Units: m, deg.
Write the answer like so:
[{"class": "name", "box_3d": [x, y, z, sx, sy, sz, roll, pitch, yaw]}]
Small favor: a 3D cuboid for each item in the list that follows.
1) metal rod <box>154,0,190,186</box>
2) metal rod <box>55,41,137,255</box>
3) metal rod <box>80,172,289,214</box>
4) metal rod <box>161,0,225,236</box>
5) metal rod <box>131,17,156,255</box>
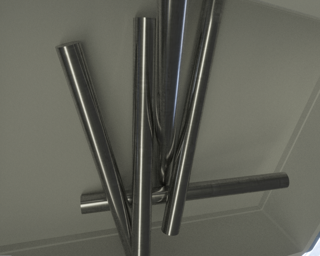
[{"class": "metal rod", "box_3d": [0.007, -0.010, 0.346, 0.025, 0.025, 0.298, -20, 145, -17]}, {"class": "metal rod", "box_3d": [-0.063, 0.048, 0.372, 0.025, 0.025, 0.298, -20, 117, -17]}, {"class": "metal rod", "box_3d": [0.042, 0.091, 0.444, 0.302, 0.025, 0.025, -5, 122, -11]}, {"class": "metal rod", "box_3d": [0.038, -0.002, 0.389, 0.025, 0.025, 0.298, 2, 106, -29]}, {"class": "metal rod", "box_3d": [-0.020, 0.027, 0.368, 0.025, 0.025, 0.298, -6, 107, -26]}]
